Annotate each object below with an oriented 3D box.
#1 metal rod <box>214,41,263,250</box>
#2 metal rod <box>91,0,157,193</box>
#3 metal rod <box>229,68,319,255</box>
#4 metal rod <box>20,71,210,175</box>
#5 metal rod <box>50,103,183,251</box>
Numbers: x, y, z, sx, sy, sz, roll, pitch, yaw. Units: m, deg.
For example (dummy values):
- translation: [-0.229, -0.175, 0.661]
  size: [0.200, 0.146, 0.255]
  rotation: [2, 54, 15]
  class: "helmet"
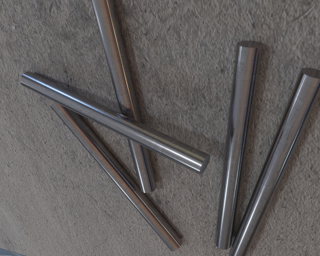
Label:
- translation: [0.092, 0.044, 0.385]
  size: [0.025, 0.025, 0.298]
  rotation: [13, 124, 21]
  class: "metal rod"
- translation: [-0.044, -0.040, 0.405]
  size: [0.025, 0.025, 0.298]
  rotation: [3, 120, 27]
  class: "metal rod"
- translation: [0.132, 0.070, 0.380]
  size: [0.025, 0.025, 0.298]
  rotation: [19, 126, 17]
  class: "metal rod"
- translation: [-0.075, -0.016, 0.407]
  size: [0.300, 0.025, 0.025]
  rotation: [25, 128, 24]
  class: "metal rod"
- translation: [-0.063, 0.077, 0.487]
  size: [0.025, 0.025, 0.300]
  rotation: [-31, 102, 38]
  class: "metal rod"
